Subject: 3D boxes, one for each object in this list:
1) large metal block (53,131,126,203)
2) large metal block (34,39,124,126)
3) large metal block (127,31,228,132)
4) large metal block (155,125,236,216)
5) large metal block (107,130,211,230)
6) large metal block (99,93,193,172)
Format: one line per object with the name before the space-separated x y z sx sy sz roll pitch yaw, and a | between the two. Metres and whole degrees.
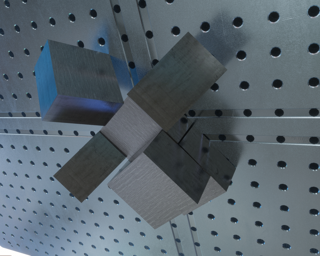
large metal block | -0.096 0.054 0.440 0.050 0.080 0.080 45 171 -2
large metal block | -0.099 -0.052 0.377 0.050 0.081 0.080 -44 54 39
large metal block | 0.015 -0.043 0.322 0.050 0.080 0.080 44 89 -2
large metal block | 0.038 0.057 0.410 0.080 0.050 0.080 46 128 -2
large metal block | -0.002 0.062 0.369 0.080 0.050 0.080 44 128 -4
large metal block | -0.019 -0.001 0.405 0.080 0.050 0.080 44 129 -2
